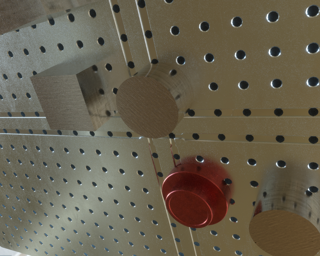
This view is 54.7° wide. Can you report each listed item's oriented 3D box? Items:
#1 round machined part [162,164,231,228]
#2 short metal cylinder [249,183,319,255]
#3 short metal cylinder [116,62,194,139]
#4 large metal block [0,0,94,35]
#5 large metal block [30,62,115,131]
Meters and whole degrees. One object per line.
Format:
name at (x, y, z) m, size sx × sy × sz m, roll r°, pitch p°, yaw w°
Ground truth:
round machined part at (0.047, 0.102, 0.439) m, size 0.098 × 0.042 × 0.097 m, roll 13°, pitch 124°, yaw 21°
short metal cylinder at (0.156, 0.115, 0.384) m, size 0.080 × 0.050 × 0.079 m, roll 13°, pitch 124°, yaw 21°
short metal cylinder at (-0.006, -0.034, 0.377) m, size 0.080 × 0.050 × 0.079 m, roll 13°, pitch 124°, yaw 21°
large metal block at (-0.140, -0.151, 0.356) m, size 0.080 × 0.080 × 0.050 m, roll -6°, pitch 115°, yaw 31°
large metal block at (-0.120, -0.043, 0.431) m, size 0.080 × 0.050 × 0.080 m, roll 2°, pitch 119°, yaw 27°
